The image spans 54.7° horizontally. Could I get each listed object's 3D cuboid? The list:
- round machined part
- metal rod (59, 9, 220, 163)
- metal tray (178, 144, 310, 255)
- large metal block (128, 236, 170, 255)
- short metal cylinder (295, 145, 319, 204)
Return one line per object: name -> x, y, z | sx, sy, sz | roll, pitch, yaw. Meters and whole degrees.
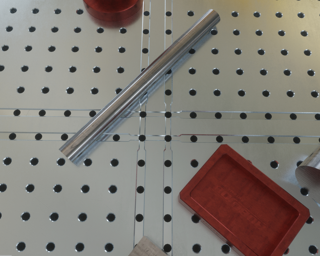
round machined part -> -0.075, -0.219, 0.482 | 0.099, 0.042, 0.098 | 0, 70, -1
metal rod -> -0.019, -0.068, 0.436 | 0.025, 0.025, 0.301 | 41, 75, 13
metal tray -> 0.099, 0.094, 0.375 | 0.130, 0.030, 0.090 | 40, 74, 13
large metal block -> 0.000, 0.160, 0.324 | 0.080, 0.080, 0.050 | 37, 74, 12
short metal cylinder -> 0.210, 0.058, 0.364 | 0.050, 0.080, 0.080 | -41, 75, -13
